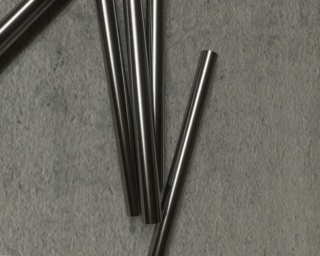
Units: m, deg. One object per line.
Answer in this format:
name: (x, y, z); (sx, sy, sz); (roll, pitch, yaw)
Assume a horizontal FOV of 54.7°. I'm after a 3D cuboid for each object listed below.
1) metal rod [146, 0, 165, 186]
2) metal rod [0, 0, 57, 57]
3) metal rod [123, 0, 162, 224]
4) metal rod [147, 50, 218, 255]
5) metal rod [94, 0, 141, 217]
metal rod: (-0.006, -0.075, 0.407); (0.025, 0.025, 0.298); (0, 90, -20)
metal rod: (-0.149, -0.134, 0.353); (0.025, 0.025, 0.300); (42, 77, -16)
metal rod: (-0.023, -0.034, 0.387); (0.025, 0.025, 0.298); (-4, 87, -20)
metal rod: (0.031, 0.039, 0.421); (0.025, 0.025, 0.299); (17, 84, -20)
metal rod: (-0.051, -0.038, 0.390); (0.025, 0.025, 0.298); (-9, 93, -20)
